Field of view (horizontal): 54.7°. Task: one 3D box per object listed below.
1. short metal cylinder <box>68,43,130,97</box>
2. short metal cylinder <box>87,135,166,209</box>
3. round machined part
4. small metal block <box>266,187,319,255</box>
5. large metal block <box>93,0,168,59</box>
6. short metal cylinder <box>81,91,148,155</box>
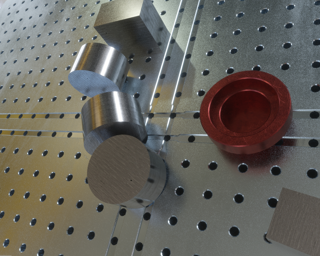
[{"bbox_3d":[-0.092,-0.084,0.473,0.080,0.080,0.050,0,62,28],"label":"short metal cylinder"},{"bbox_3d":[-0.039,0.054,0.372,0.080,0.050,0.080,-8,67,20],"label":"short metal cylinder"},{"bbox_3d":[0.099,-0.014,0.354,0.098,0.042,0.098,-13,56,21],"label":"round machined part"},{"bbox_3d":[0.132,0.089,0.284,0.050,0.025,0.050,15,69,34],"label":"small metal block"},{"bbox_3d":[-0.044,-0.159,0.494,0.080,0.080,0.050,-4,60,26],"label":"large metal block"},{"bbox_3d":[-0.060,-0.002,0.406,0.080,0.080,0.050,-25,53,13],"label":"short metal cylinder"}]
